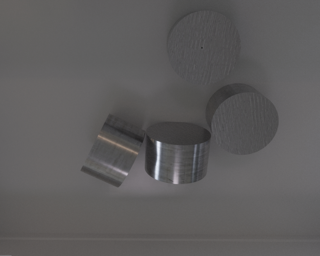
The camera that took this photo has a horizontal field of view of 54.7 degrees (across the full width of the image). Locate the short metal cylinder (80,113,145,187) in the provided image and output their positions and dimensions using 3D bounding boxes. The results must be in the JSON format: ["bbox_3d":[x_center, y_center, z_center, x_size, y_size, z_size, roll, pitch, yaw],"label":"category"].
[{"bbox_3d":[-0.059,0.028,0.392,0.050,0.080,0.080,27,108,-9],"label":"short metal cylinder"}]

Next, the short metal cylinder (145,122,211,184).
[{"bbox_3d":[0.022,0.029,0.393,0.081,0.080,0.050,3,110,-1],"label":"short metal cylinder"}]

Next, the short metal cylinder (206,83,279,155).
[{"bbox_3d":[0.102,-0.013,0.394,0.081,0.050,0.079,0,110,0],"label":"short metal cylinder"}]

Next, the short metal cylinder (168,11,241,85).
[{"bbox_3d":[0.049,-0.095,0.363,0.081,0.050,0.079,0,110,0],"label":"short metal cylinder"}]
